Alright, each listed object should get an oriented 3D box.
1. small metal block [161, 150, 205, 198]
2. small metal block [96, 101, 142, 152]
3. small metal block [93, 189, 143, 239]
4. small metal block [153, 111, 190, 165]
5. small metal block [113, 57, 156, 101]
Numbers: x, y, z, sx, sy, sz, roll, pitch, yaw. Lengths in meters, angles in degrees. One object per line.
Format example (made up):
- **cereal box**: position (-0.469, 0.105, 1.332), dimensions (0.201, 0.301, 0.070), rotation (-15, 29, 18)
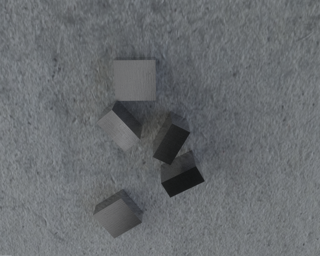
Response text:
- **small metal block**: position (0.029, 0.061, 0.419), dimensions (0.050, 0.050, 0.025), rotation (-27, 108, 9)
- **small metal block**: position (-0.050, -0.005, 0.394), dimensions (0.025, 0.050, 0.050), rotation (-38, 106, 13)
- **small metal block**: position (-0.061, 0.126, 0.456), dimensions (0.050, 0.025, 0.050), rotation (-33, 107, 11)
- **small metal block**: position (0.014, 0.012, 0.401), dimensions (0.025, 0.050, 0.050), rotation (27, 108, -10)
- **small metal block**: position (-0.030, -0.061, 0.387), dimensions (0.050, 0.025, 0.050), rotation (-1, 110, 0)
